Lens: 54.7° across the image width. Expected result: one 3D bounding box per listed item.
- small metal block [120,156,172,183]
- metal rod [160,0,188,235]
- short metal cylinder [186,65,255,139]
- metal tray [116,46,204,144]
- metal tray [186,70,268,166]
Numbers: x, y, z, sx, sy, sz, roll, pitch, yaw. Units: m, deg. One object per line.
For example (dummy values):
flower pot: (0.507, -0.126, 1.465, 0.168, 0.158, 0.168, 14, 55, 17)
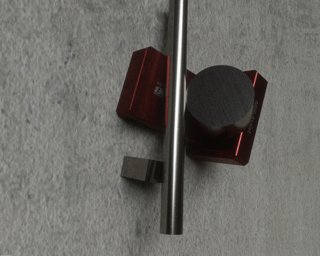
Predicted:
small metal block: (-0.012, 0.052, 0.381, 0.050, 0.050, 0.025, 16, 80, -39)
metal rod: (0.019, -0.030, 0.373, 0.025, 0.025, 0.299, 14, 72, -40)
short metal cylinder: (0.076, -0.031, 0.388, 0.050, 0.080, 0.080, 54, 51, -66)
metal tray: (0.013, -0.039, 0.415, 0.131, 0.030, 0.090, 23, 75, -38)
metal tray: (0.095, -0.015, 0.446, 0.030, 0.090, 0.130, 29, 72, -37)
